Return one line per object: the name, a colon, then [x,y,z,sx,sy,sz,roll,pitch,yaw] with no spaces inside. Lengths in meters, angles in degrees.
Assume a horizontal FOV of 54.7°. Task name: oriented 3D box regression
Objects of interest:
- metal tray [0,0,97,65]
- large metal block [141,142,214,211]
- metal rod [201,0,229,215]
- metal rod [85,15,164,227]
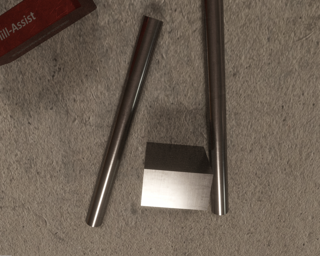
metal tray: [-0.138,-0.109,0.332,0.130,0.090,0.030,-28,108,9]
large metal block: [0.019,0.060,0.403,0.081,0.080,0.050,5,110,-2]
metal rod: [0.074,-0.018,0.404,0.025,0.025,0.298,-5,110,1]
metal rod: [-0.053,0.005,0.410,0.025,0.025,0.298,16,109,-7]
